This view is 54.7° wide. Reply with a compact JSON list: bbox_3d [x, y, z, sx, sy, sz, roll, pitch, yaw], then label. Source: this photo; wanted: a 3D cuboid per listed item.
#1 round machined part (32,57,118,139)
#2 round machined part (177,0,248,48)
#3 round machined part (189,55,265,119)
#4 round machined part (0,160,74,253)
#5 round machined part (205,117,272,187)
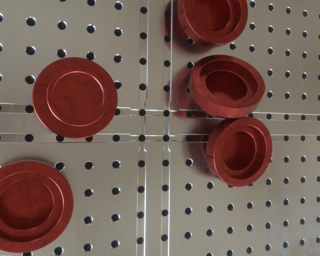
[{"bbox_3d":[-0.098,-0.036,0.368,0.099,0.042,0.097,0,90,-21],"label":"round machined part"},{"bbox_3d":[0.068,-0.160,0.430,0.099,0.042,0.097,0,90,-21],"label":"round machined part"},{"bbox_3d":[0.087,-0.051,0.420,0.099,0.042,0.098,4,53,-6],"label":"round machined part"},{"bbox_3d":[-0.150,0.084,0.349,0.099,0.042,0.097,0,90,-21],"label":"round machined part"},{"bbox_3d":[0.107,0.030,0.440,0.099,0.042,0.097,-4,99,-23],"label":"round machined part"}]
